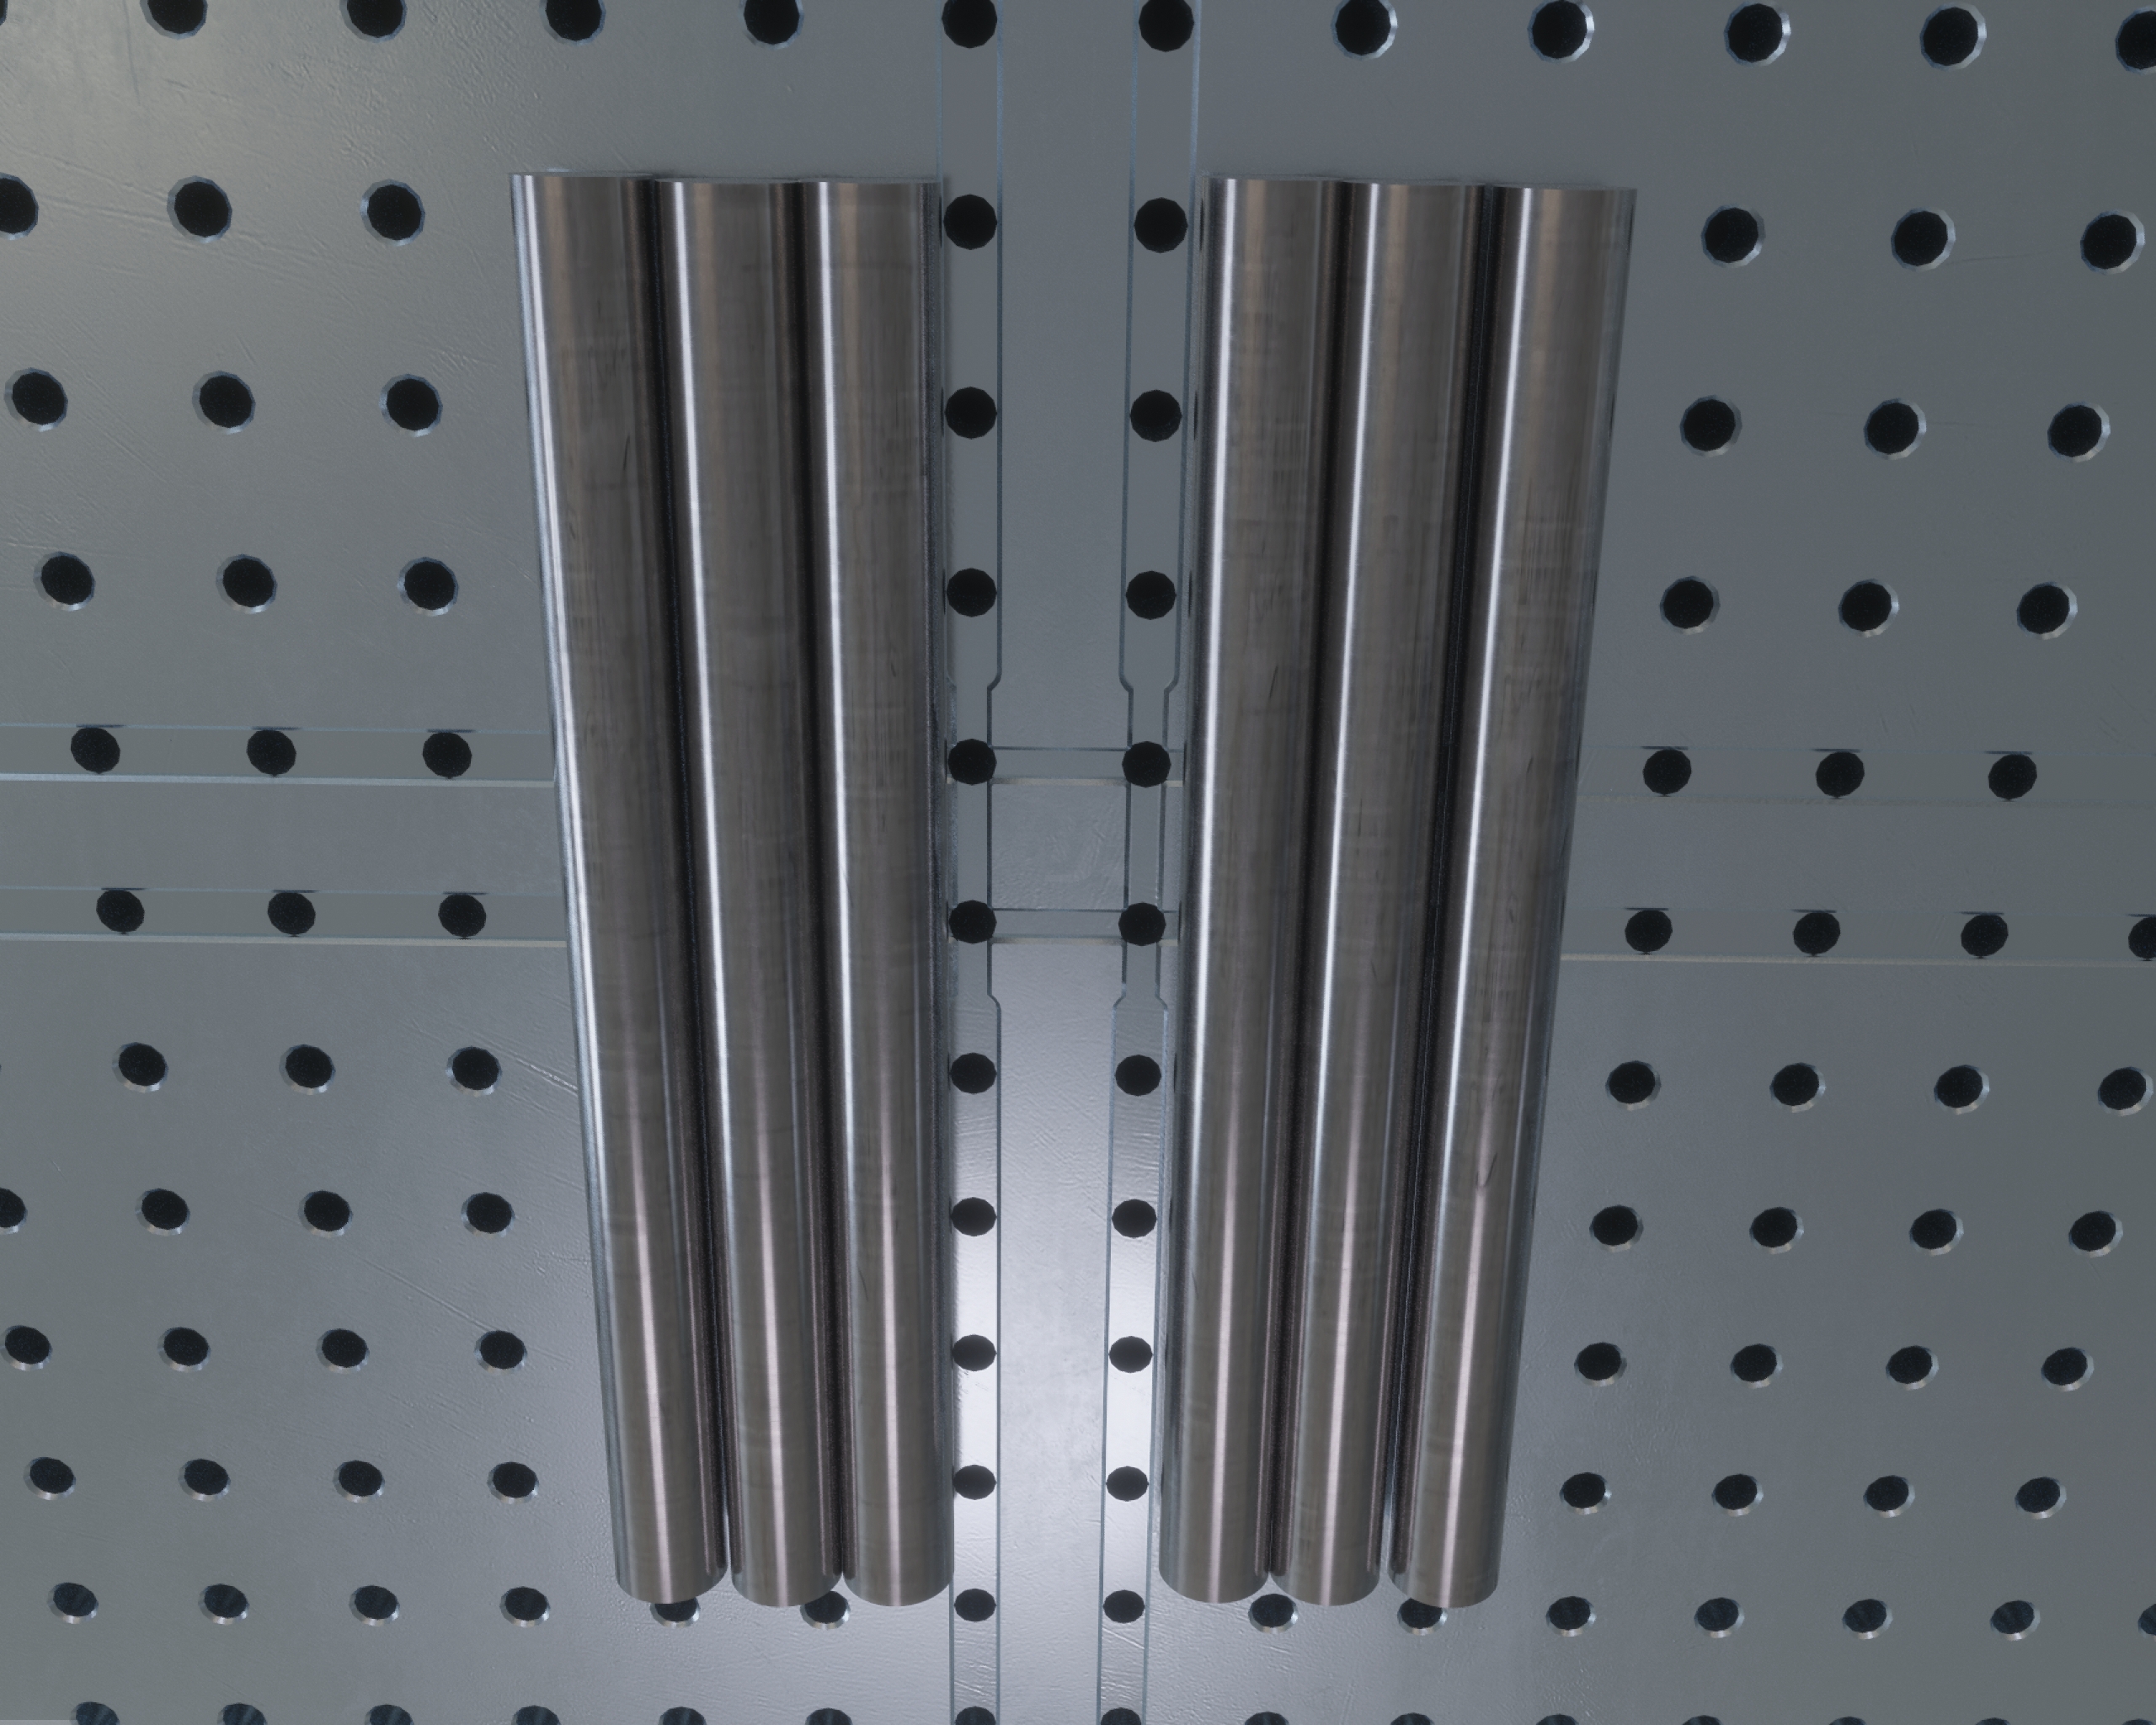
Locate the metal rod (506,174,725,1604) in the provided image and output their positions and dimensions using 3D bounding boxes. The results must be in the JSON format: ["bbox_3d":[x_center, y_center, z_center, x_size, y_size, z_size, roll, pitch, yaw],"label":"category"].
[{"bbox_3d":[-0.089,0.019,0.419,0.025,0.025,0.298,1,110,0],"label":"metal rod"}]

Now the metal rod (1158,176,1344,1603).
[{"bbox_3d":[0.033,0.019,0.420,0.025,0.025,0.298,1,110,0],"label":"metal rod"}]

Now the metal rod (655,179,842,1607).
[{"bbox_3d":[-0.064,0.020,0.419,0.025,0.025,0.298,1,110,0],"label":"metal rod"}]

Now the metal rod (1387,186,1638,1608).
[{"bbox_3d":[0.084,0.020,0.421,0.025,0.025,0.298,1,110,0],"label":"metal rod"}]

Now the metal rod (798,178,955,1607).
[{"bbox_3d":[-0.039,0.020,0.420,0.025,0.025,0.298,1,110,0],"label":"metal rod"}]

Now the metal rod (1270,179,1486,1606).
[{"bbox_3d":[0.058,0.020,0.420,0.025,0.025,0.298,1,110,0],"label":"metal rod"}]
